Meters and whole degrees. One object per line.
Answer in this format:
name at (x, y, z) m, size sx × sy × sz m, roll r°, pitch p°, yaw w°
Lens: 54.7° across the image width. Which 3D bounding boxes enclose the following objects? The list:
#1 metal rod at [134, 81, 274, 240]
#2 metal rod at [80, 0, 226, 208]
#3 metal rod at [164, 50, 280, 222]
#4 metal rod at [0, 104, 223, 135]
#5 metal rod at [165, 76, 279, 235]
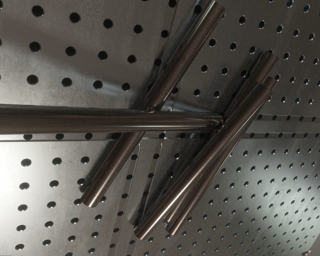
metal rod at (0.055, 0.059, 0.458) m, size 0.025 × 0.025 × 0.299 m, roll 24°, pitch 112°, yaw -37°
metal rod at (-0.015, -0.022, 0.390) m, size 0.025 × 0.025 × 0.299 m, roll 25°, pitch 105°, yaw -37°
metal rod at (0.084, 0.022, 0.472) m, size 0.025 × 0.025 × 0.298 m, roll 19°, pitch 108°, yaw -36°
metal rod at (-0.026, -0.008, 0.348) m, size 0.302 × 0.025 × 0.025 m, roll -1°, pitch 120°, yaw -44°
metal rod at (0.092, 0.051, 0.495) m, size 0.025 × 0.025 × 0.298 m, roll 19°, pitch 108°, yaw -36°
